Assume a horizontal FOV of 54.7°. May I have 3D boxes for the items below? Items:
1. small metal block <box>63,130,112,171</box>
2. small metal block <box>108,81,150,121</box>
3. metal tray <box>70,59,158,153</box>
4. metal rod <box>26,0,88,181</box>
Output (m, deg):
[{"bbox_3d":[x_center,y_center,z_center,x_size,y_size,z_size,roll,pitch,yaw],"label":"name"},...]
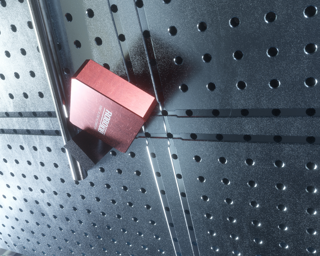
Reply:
[{"bbox_3d":[-0.106,0.028,0.466,0.050,0.050,0.025,49,128,-7],"label":"small metal block"},{"bbox_3d":[-0.048,-0.038,0.395,0.050,0.050,0.025,22,127,15],"label":"small metal block"},{"bbox_3d":[-0.064,-0.020,0.386,0.090,0.030,0.129,31,154,-4],"label":"metal tray"},{"bbox_3d":[-0.147,-0.046,0.457,0.025,0.025,0.298,9,123,23],"label":"metal rod"}]
